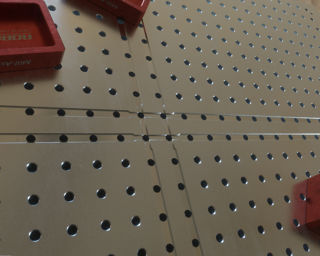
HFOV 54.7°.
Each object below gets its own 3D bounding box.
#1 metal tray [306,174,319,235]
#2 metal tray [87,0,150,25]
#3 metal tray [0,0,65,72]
[{"bbox_3d":[0.289,0.138,0.479,0.130,0.030,0.090,31,52,-9],"label":"metal tray"},{"bbox_3d":[-0.078,-0.233,0.505,0.131,0.030,0.090,25,53,-14],"label":"metal tray"},{"bbox_3d":[-0.193,-0.112,0.369,0.131,0.030,0.090,-15,70,-34],"label":"metal tray"}]
